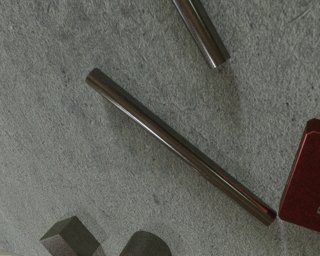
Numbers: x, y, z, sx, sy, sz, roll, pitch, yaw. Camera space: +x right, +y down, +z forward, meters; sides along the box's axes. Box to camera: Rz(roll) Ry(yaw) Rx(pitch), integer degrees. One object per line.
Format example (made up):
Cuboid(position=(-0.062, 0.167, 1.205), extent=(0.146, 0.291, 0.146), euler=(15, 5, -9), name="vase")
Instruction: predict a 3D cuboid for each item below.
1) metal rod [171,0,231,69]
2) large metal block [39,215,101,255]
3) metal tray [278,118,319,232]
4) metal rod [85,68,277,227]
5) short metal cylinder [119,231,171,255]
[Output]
Cuboid(position=(-0.015, -0.192, 0.294), extent=(0.025, 0.025, 0.299), euler=(-23, 107, 36), name="metal rod")
Cuboid(position=(-0.183, 0.232, 0.628), extent=(0.080, 0.050, 0.080), euler=(-29, 103, 37), name="large metal block")
Cuboid(position=(0.192, 0.060, 0.340), extent=(0.090, 0.030, 0.129), euler=(15, 125, 19), name="metal tray")
Cuboid(position=(0.026, 0.024, 0.406), extent=(0.300, 0.025, 0.025), euler=(39, 129, 1), name="metal rod")
Cuboid(position=(-0.027, 0.229, 0.545), extent=(0.080, 0.050, 0.079), euler=(13, 124, 20), name="short metal cylinder")
